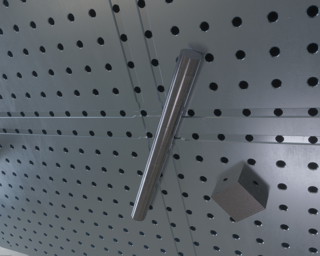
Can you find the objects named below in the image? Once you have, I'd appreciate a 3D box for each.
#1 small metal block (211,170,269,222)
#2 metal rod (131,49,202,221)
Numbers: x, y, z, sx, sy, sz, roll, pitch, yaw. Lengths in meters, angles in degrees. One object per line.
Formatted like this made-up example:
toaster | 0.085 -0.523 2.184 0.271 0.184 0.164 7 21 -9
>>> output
small metal block | 0.106 0.091 0.412 0.050 0.025 0.050 45 129 -3
metal rod | -0.001 0.032 0.431 0.025 0.025 0.298 26 128 12
